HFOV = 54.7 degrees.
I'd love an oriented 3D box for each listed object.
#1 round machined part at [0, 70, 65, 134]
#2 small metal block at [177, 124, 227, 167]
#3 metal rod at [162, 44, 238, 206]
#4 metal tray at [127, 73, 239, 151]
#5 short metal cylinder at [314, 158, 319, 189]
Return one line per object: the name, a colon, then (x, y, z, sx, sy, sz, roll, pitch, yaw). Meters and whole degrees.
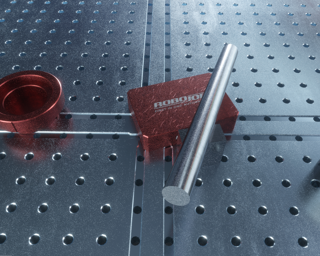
round machined part: (-0.179, -0.031, 0.420, 0.099, 0.042, 0.098, 0, 50, 0)
small metal block: (0.048, 0.024, 0.372, 0.050, 0.050, 0.025, -8, 51, -7)
metal rod: (0.062, -0.031, 0.376, 0.025, 0.025, 0.301, 15, 41, 12)
metal tray: (0.029, -0.026, 0.427, 0.131, 0.030, 0.090, -14, 52, -12)
short metal cylinder: (0.227, 0.048, 0.354, 0.081, 0.050, 0.080, 0, 50, 0)
